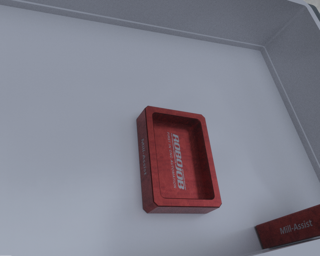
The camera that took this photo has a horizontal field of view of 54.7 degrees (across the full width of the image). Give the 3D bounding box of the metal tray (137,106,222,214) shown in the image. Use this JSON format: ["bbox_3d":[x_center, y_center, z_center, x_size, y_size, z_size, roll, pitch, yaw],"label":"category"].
[{"bbox_3d":[0.022,0.039,0.391,0.091,0.030,0.130,8,58,-25],"label":"metal tray"}]

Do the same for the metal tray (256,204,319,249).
[{"bbox_3d":[0.195,0.113,0.377,0.091,0.129,0.030,-1,62,-29],"label":"metal tray"}]
